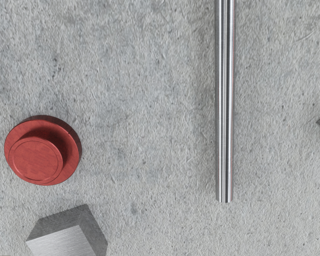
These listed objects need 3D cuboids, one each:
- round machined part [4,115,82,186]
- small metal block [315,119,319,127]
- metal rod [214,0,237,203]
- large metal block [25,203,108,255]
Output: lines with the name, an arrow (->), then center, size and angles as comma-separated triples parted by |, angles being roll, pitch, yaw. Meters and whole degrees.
round machined part -> -0.158, 0.035, 0.411 | 0.099, 0.042, 0.097 | 0, 110, -1
small metal block -> 0.248, -0.004, 0.412 | 0.050, 0.025, 0.050 | 43, 104, -15
metal rod -> 0.083, -0.038, 0.396 | 0.025, 0.025, 0.298 | -4, 110, 1
large metal block -> -0.133, 0.170, 0.457 | 0.080, 0.050, 0.080 | -19, 109, 6
